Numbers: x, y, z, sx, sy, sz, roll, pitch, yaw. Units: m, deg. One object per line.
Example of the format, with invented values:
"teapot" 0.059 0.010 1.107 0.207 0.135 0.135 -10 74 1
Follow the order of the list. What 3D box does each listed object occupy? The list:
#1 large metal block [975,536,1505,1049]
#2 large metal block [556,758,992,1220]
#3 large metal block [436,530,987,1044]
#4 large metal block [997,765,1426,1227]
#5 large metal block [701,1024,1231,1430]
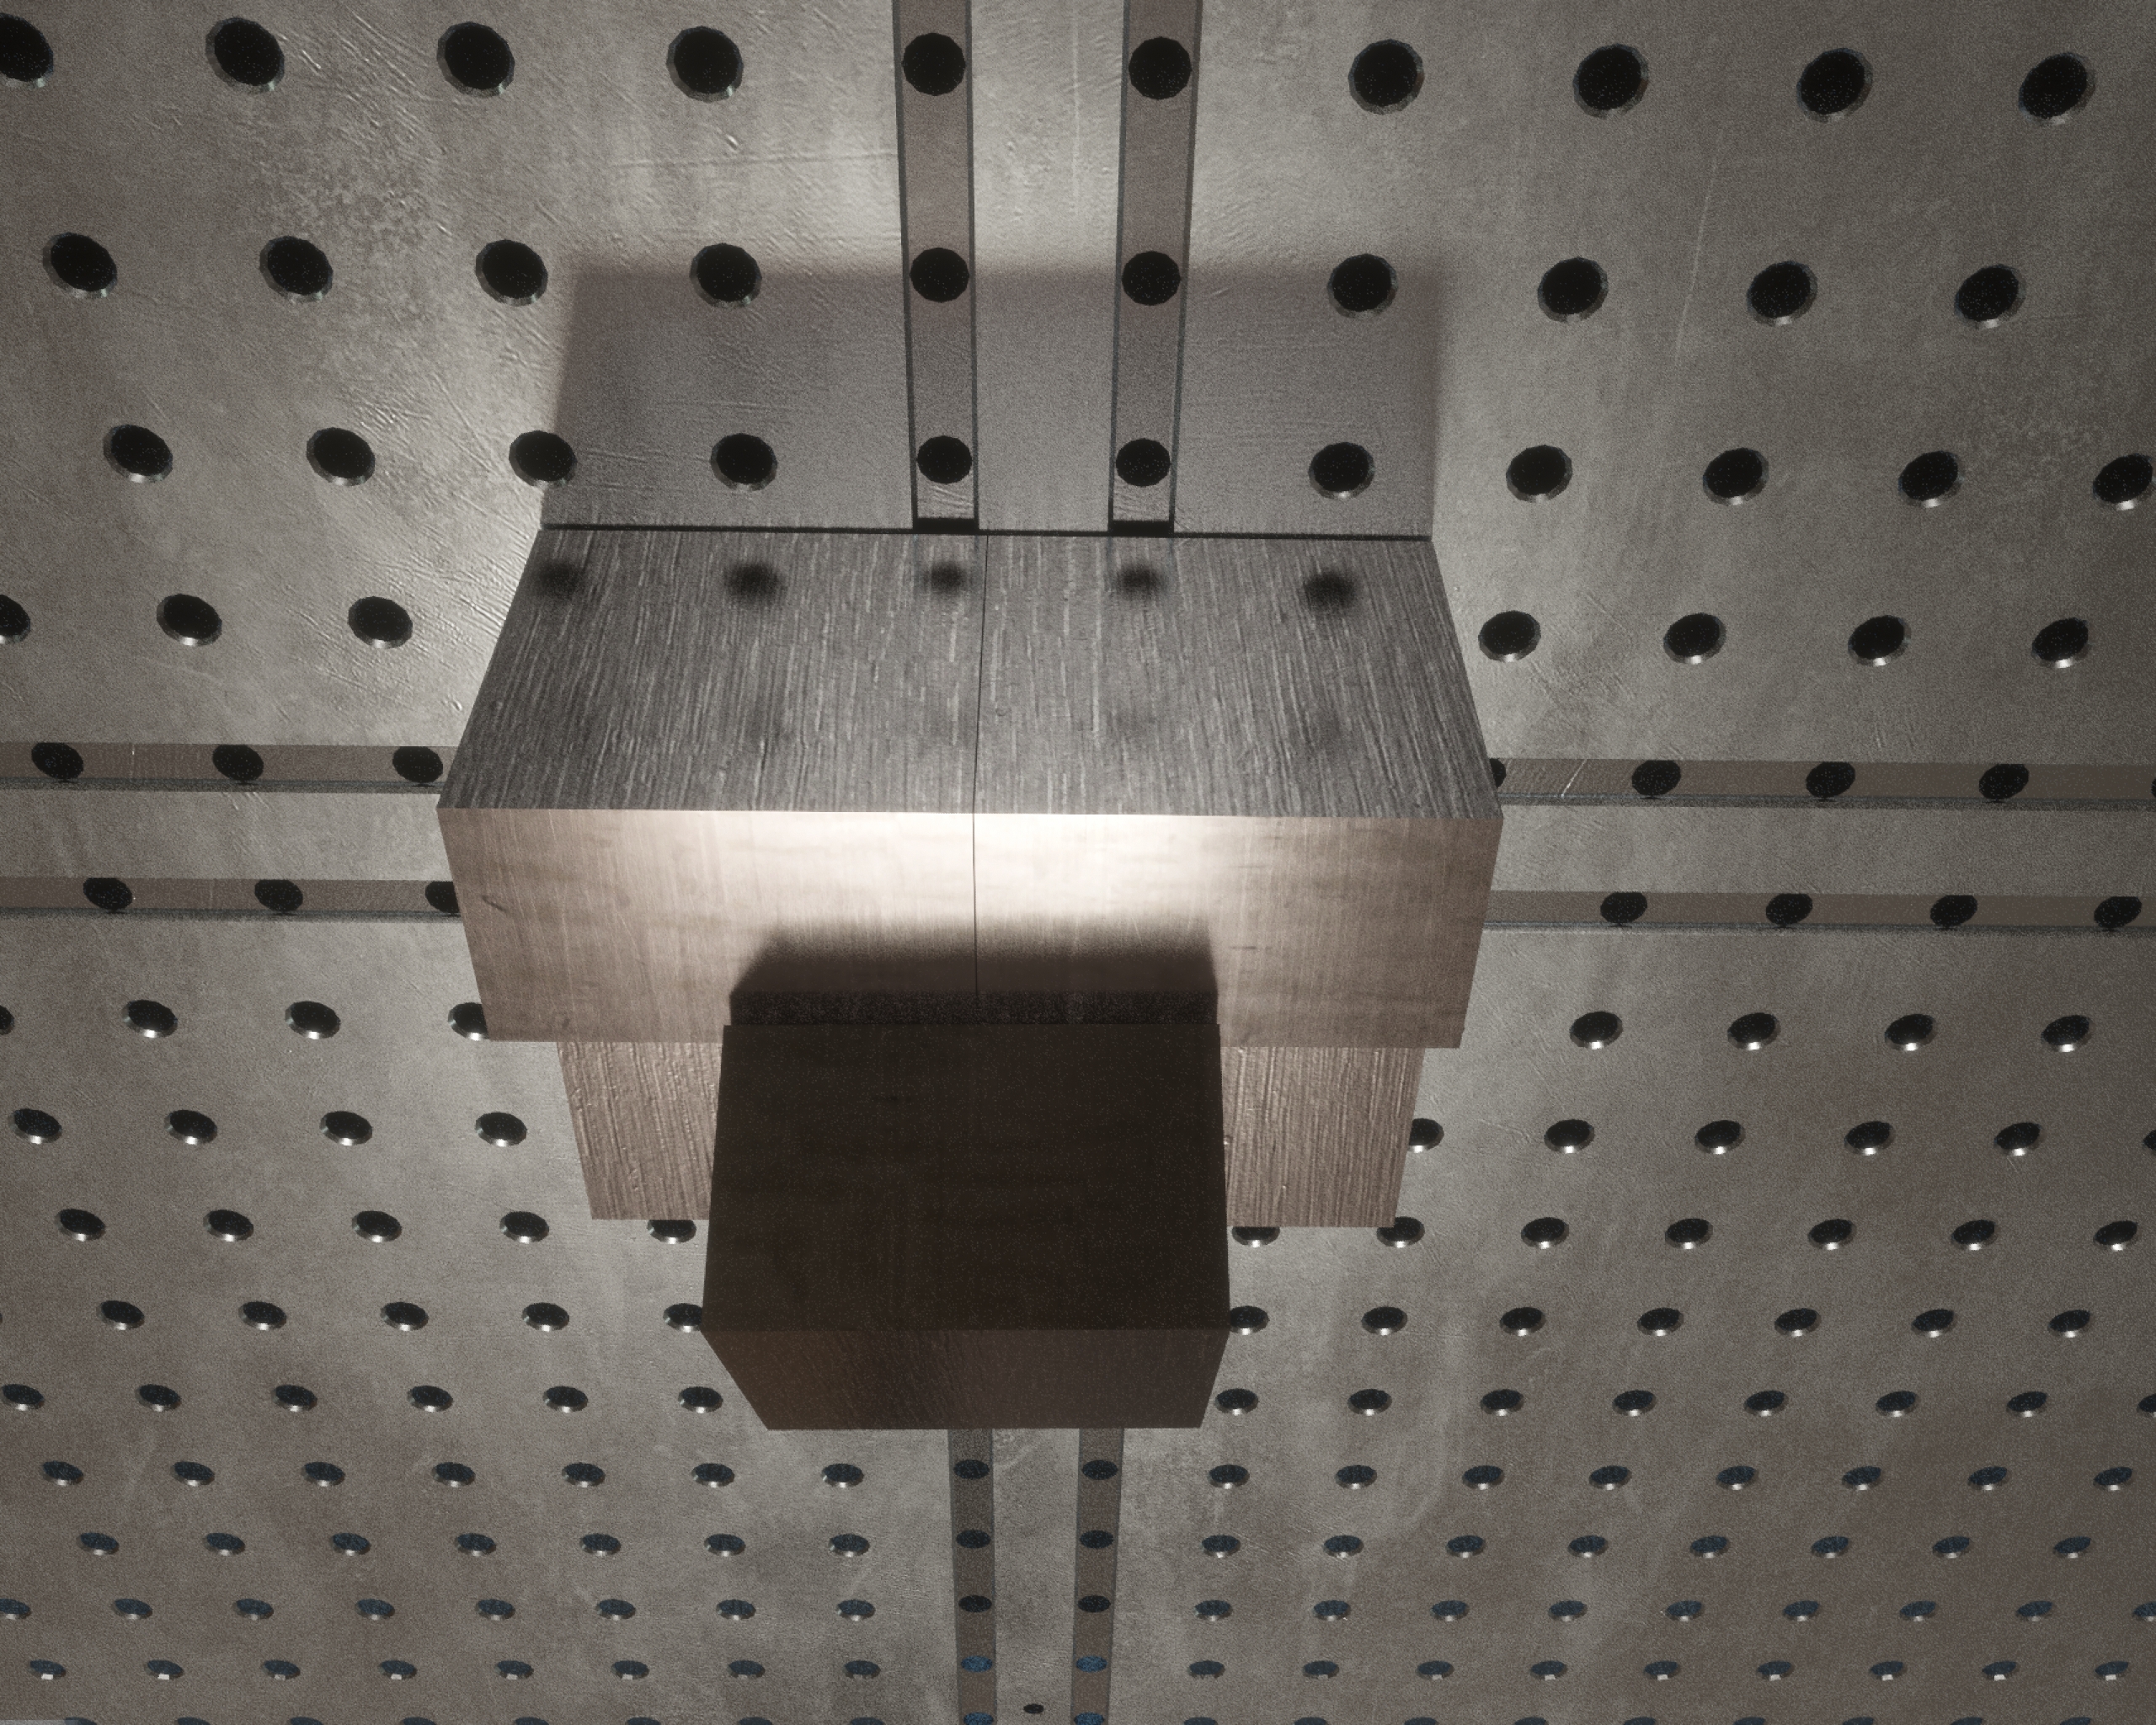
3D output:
"large metal block" 0.024 -0.014 0.363 0.081 0.080 0.050 1 130 -1
"large metal block" -0.057 0.026 0.414 0.081 0.050 0.079 1 130 -1
"large metal block" -0.057 -0.015 0.361 0.081 0.080 0.050 1 130 -1
"large metal block" 0.024 0.027 0.416 0.081 0.050 0.079 1 130 -1
"large metal block" -0.017 0.066 0.363 0.081 0.050 0.080 0 154 -1
